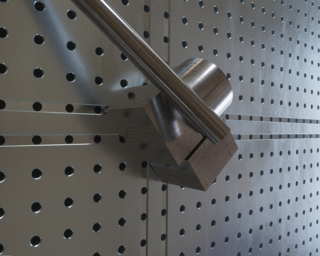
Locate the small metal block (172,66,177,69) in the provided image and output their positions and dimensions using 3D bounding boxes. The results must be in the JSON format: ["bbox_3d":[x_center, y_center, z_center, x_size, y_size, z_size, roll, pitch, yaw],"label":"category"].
[{"bbox_3d":[0.017,-0.049,0.426,0.050,0.025,0.050,-49,120,-29],"label":"small metal block"}]

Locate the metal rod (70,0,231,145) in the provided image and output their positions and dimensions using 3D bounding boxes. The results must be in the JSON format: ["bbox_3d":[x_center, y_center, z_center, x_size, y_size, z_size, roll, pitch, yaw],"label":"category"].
[{"bbox_3d":[-0.041,-0.096,0.308,0.300,0.025,0.025,45,61,-7],"label":"metal rod"}]

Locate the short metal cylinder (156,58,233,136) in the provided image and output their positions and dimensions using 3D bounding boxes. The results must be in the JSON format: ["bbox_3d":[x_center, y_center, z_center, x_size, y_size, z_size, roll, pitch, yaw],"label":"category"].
[{"bbox_3d":[0.040,-0.037,0.375,0.050,0.080,0.080,-44,117,-31],"label":"short metal cylinder"}]

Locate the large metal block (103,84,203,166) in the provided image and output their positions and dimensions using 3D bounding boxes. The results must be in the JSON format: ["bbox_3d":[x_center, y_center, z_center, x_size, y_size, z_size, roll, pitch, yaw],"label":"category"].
[{"bbox_3d":[-0.009,-0.005,0.369,0.050,0.080,0.080,-45,118,-31],"label":"large metal block"}]

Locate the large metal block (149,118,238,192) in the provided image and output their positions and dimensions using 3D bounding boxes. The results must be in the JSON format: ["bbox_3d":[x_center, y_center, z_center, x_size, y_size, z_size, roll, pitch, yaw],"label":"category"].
[{"bbox_3d":[0.041,0.031,0.408,0.080,0.080,0.050,-45,118,-31],"label":"large metal block"}]
